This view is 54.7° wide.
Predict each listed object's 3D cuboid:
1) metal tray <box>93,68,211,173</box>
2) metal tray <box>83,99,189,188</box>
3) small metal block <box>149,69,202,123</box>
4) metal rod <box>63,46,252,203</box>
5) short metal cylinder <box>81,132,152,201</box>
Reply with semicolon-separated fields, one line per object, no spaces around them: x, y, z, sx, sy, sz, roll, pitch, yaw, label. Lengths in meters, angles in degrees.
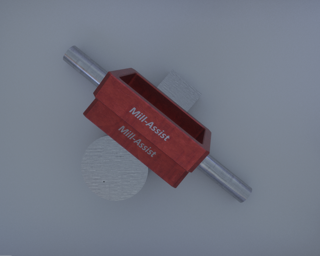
-0.002;-0.015;0.352;0.130;0.090;0.030;39;107;-1;metal tray
-0.024;0.014;0.377;0.130;0.090;0.030;39;90;-1;metal tray
0.019;-0.041;0.410;0.050;0.025;0.050;41;90;-1;small metal block
-0.003;-0.005;0.411;0.300;0.025;0.025;39;90;-1;metal rod
-0.052;0.045;0.391;0.080;0.050;0.079;1;97;5;short metal cylinder
